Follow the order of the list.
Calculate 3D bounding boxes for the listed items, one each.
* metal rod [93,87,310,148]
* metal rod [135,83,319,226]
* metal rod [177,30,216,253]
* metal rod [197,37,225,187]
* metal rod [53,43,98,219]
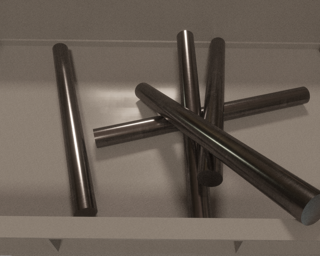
[{"bbox_3d":[0.063,-0.017,0.420,0.302,0.025,0.025,-12,51,-11],"label":"metal rod"},{"bbox_3d":[0.039,0.000,0.329,0.025,0.025,0.300,-22,30,-18],"label":"metal rod"},{"bbox_3d":[0.040,-0.007,0.382,0.025,0.025,0.299,-1,59,-1],"label":"metal rod"},{"bbox_3d":[0.073,-0.047,0.414,0.025,0.025,0.300,8,41,6],"label":"metal rod"},{"bbox_3d":[-0.122,-0.020,0.419,0.025,0.025,0.300,-13,51,-11],"label":"metal rod"}]
